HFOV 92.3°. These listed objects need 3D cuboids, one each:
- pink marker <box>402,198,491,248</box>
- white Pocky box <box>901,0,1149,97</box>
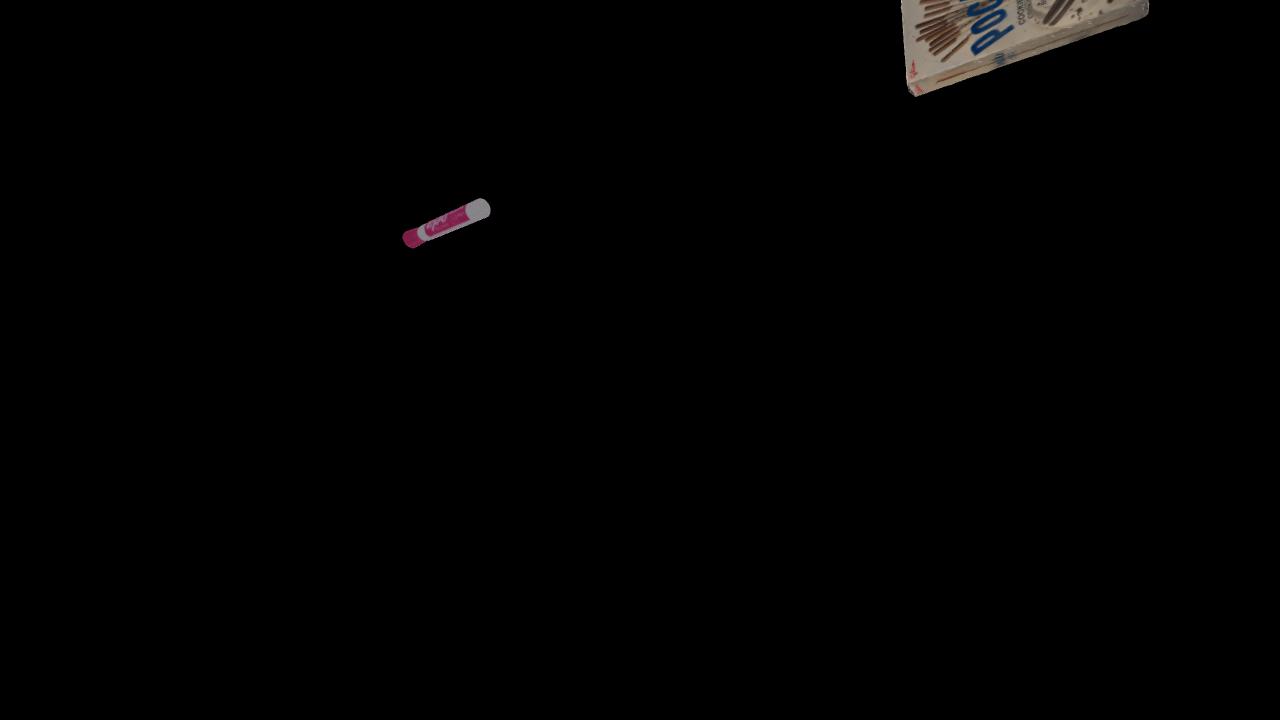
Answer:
[{"bbox_3d":[-0.197,-0.135,0.616,0.121,0.020,0.020,-11,-6,34],"label":"pink marker"},{"bbox_3d":[0.282,-0.268,0.465,0.154,0.084,0.028,-7,-11,39],"label":"white Pocky box"}]
